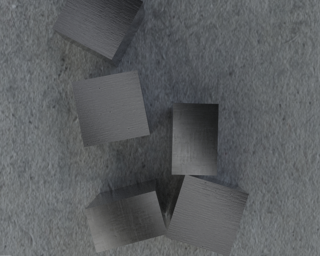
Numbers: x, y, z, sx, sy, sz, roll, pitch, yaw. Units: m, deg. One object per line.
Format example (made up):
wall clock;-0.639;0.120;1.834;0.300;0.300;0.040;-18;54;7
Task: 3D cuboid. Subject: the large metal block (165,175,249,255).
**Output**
large metal block;0.057;0.105;0.398;0.080;0.050;0.080;17;90;-1

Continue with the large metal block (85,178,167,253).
large metal block;-0.038;0.103;0.382;0.080;0.080;0.050;-15;90;0

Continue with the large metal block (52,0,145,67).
large metal block;-0.075;-0.136;0.396;0.080;0.050;0.080;28;90;-1

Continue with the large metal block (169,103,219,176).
large metal block;0.039;0.012;0.383;0.050;0.080;0.079;1;90;0

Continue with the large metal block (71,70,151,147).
large metal block;-0.059;-0.024;0.397;0.080;0.050;0.080;-11;90;-1
